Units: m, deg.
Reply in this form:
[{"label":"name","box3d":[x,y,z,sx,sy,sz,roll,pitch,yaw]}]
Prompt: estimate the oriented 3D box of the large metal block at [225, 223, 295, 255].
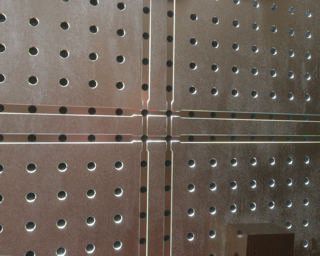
[{"label":"large metal block","box3d":[0.143,0.187,0.452,0.081,0.050,0.080,6,88,-20]}]
